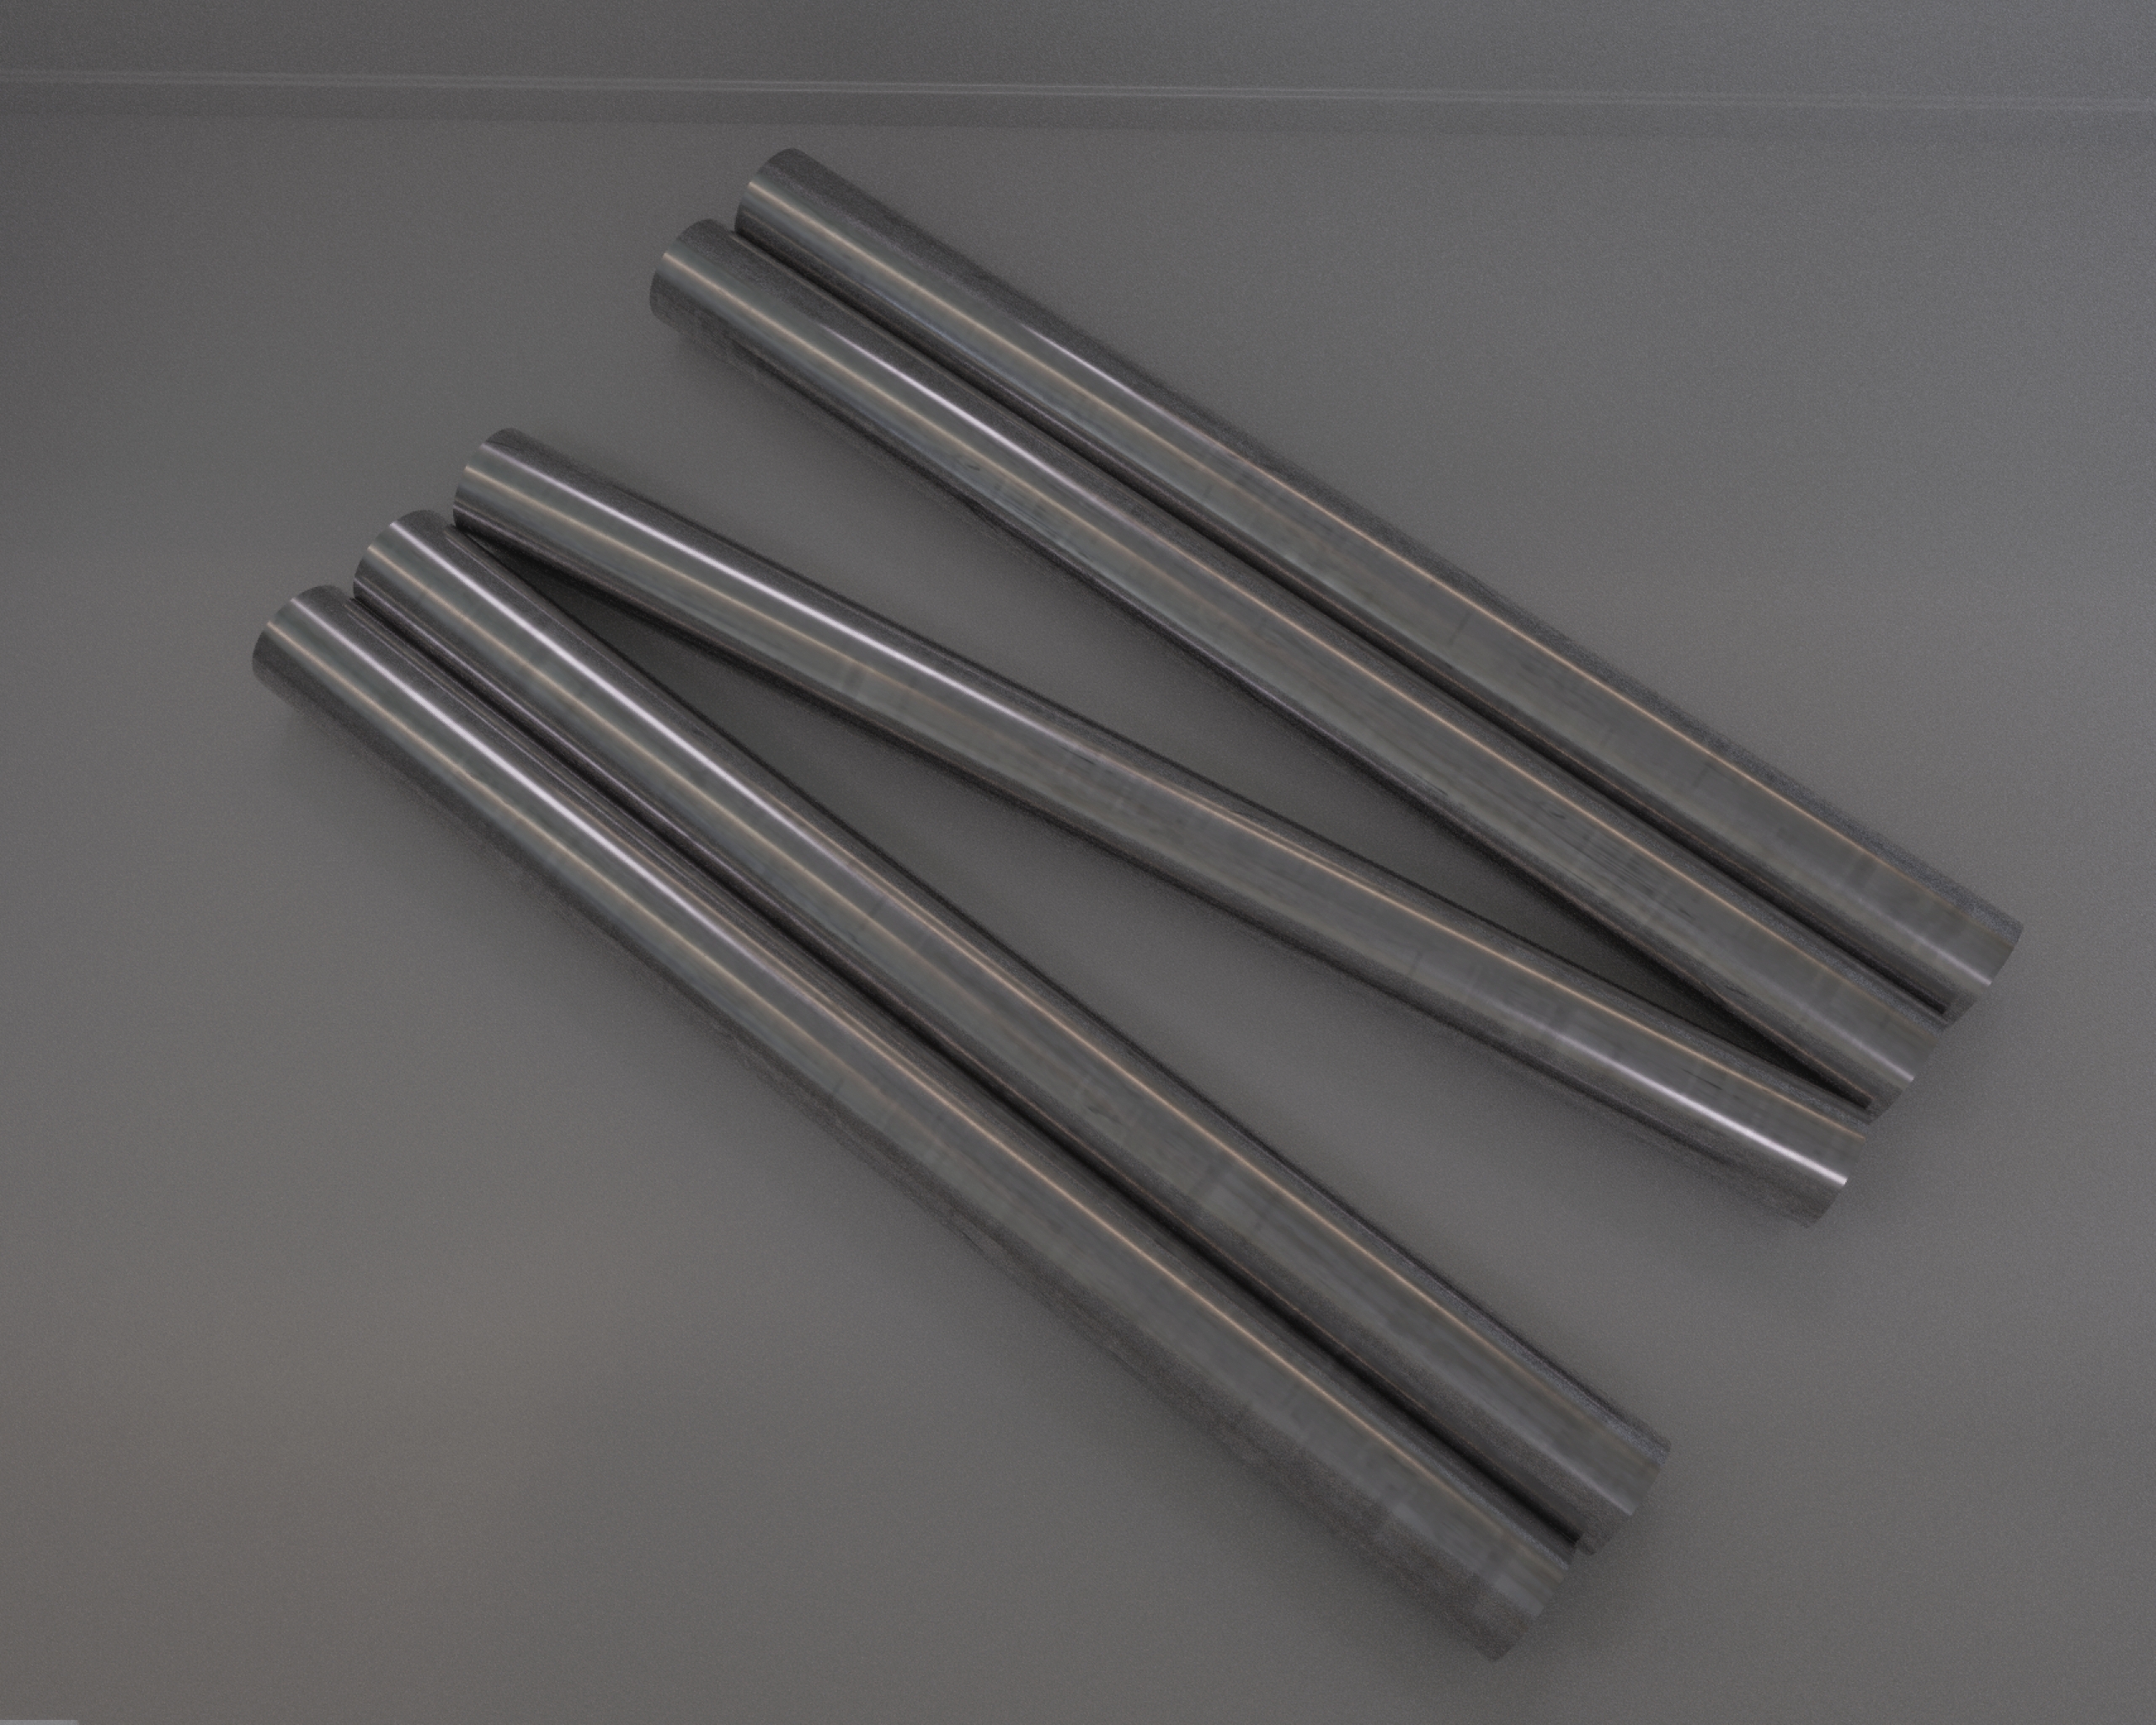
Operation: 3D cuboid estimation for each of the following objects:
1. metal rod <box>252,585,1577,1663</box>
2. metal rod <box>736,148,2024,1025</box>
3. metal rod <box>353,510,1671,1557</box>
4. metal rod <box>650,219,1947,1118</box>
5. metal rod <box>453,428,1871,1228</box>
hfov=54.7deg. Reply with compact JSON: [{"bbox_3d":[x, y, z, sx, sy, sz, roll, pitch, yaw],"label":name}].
[{"bbox_3d":[-0.039,0.041,0.393,0.300,0.025,0.025,36,74,12],"label":"metal rod"},{"bbox_3d":[0.053,-0.062,0.431,0.300,0.025,0.025,35,74,12],"label":"metal rod"},{"bbox_3d":[-0.021,0.025,0.399,0.300,0.025,0.025,36,74,12],"label":"metal rod"},{"bbox_3d":[0.036,-0.045,0.425,0.300,0.025,0.025,35,74,12],"label":"metal rod"},{"bbox_3d":[0.009,-0.011,0.412,0.301,0.025,0.025,27,72,9],"label":"metal rod"}]
